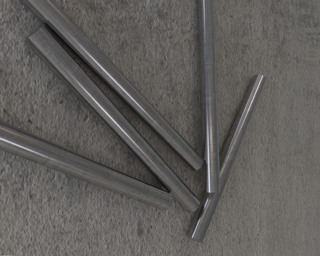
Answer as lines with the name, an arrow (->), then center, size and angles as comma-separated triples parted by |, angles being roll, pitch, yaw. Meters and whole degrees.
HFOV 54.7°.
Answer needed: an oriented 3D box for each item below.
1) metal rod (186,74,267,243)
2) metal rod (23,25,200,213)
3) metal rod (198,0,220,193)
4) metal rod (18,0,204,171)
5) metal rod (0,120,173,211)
metal rod -> 0.114, 0.036, 0.499 | 0.025, 0.025, 0.300 | 42, 65, -32
metal rod -> -0.038, 0.009, 0.372 | 0.300, 0.025, 0.025 | 50, 61, -28
metal rod -> 0.071, -0.057, 0.455 | 0.025, 0.025, 0.298 | 0, 87, -40
metal rod -> -0.038, -0.040, 0.372 | 0.300, 0.025, 0.025 | 46, 63, -30
metal rod -> -0.097, 0.035, 0.322 | 0.301, 0.025, 0.025 | 31, 71, -36
